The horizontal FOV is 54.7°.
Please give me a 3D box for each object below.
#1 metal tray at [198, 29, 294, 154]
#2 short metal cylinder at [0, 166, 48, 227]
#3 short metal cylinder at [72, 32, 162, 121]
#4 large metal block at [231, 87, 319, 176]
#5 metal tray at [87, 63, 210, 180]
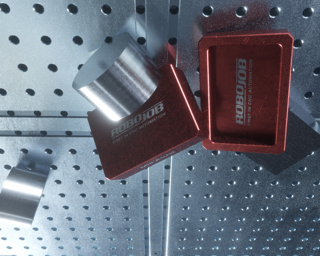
[{"bbox_3d":[0.091,-0.037,0.338,0.090,0.030,0.129,2,115,18],"label":"metal tray"},{"bbox_3d":[-0.205,0.102,0.460,0.050,0.080,0.079,18,128,-15],"label":"short metal cylinder"},{"bbox_3d":[-0.045,-0.054,0.328,0.080,0.080,0.050,-30,124,23],"label":"short metal cylinder"},{"bbox_3d":[0.151,0.006,0.402,0.080,0.050,0.080,31,123,-24],"label":"large metal block"},{"bbox_3d":[-0.019,-0.004,0.362,0.130,0.090,0.030,-29,161,24],"label":"metal tray"}]
